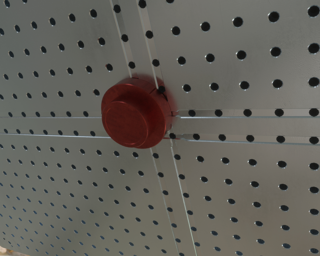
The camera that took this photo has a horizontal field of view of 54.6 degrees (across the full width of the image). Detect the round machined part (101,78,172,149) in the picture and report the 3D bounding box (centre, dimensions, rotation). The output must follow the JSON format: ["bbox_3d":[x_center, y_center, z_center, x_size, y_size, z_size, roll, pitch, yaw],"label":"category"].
[{"bbox_3d":[-0.037,-0.013,0.413,0.098,0.042,0.097,13,124,21],"label":"round machined part"}]
